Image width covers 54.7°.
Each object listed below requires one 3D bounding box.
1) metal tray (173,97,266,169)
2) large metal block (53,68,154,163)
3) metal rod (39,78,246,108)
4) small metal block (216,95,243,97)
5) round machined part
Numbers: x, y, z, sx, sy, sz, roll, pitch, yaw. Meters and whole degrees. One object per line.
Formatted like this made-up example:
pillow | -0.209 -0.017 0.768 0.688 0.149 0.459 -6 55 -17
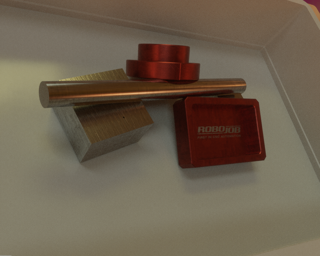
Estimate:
metal tray | 0.085 0.005 0.427 0.131 0.030 0.089 -1 82 -30
large metal block | -0.068 -0.017 0.361 0.081 0.050 0.080 -20 72 -36
metal rod | 0.008 -0.048 0.381 0.302 0.025 0.025 -8 66 -40
small metal block | 0.101 -0.048 0.489 0.050 0.025 0.050 -12 68 -34
round machined part | 0.005 -0.089 0.413 0.099 0.098 0.042 -5 105 -31
